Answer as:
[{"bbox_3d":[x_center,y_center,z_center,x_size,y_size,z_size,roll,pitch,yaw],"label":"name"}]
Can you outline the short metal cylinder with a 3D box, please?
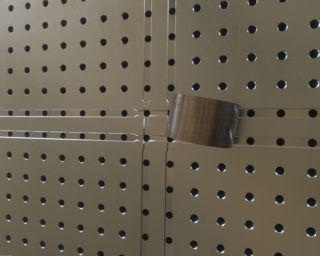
[{"bbox_3d":[0.050,-0.009,0.366,0.080,0.080,0.050,11,94,19],"label":"short metal cylinder"}]
